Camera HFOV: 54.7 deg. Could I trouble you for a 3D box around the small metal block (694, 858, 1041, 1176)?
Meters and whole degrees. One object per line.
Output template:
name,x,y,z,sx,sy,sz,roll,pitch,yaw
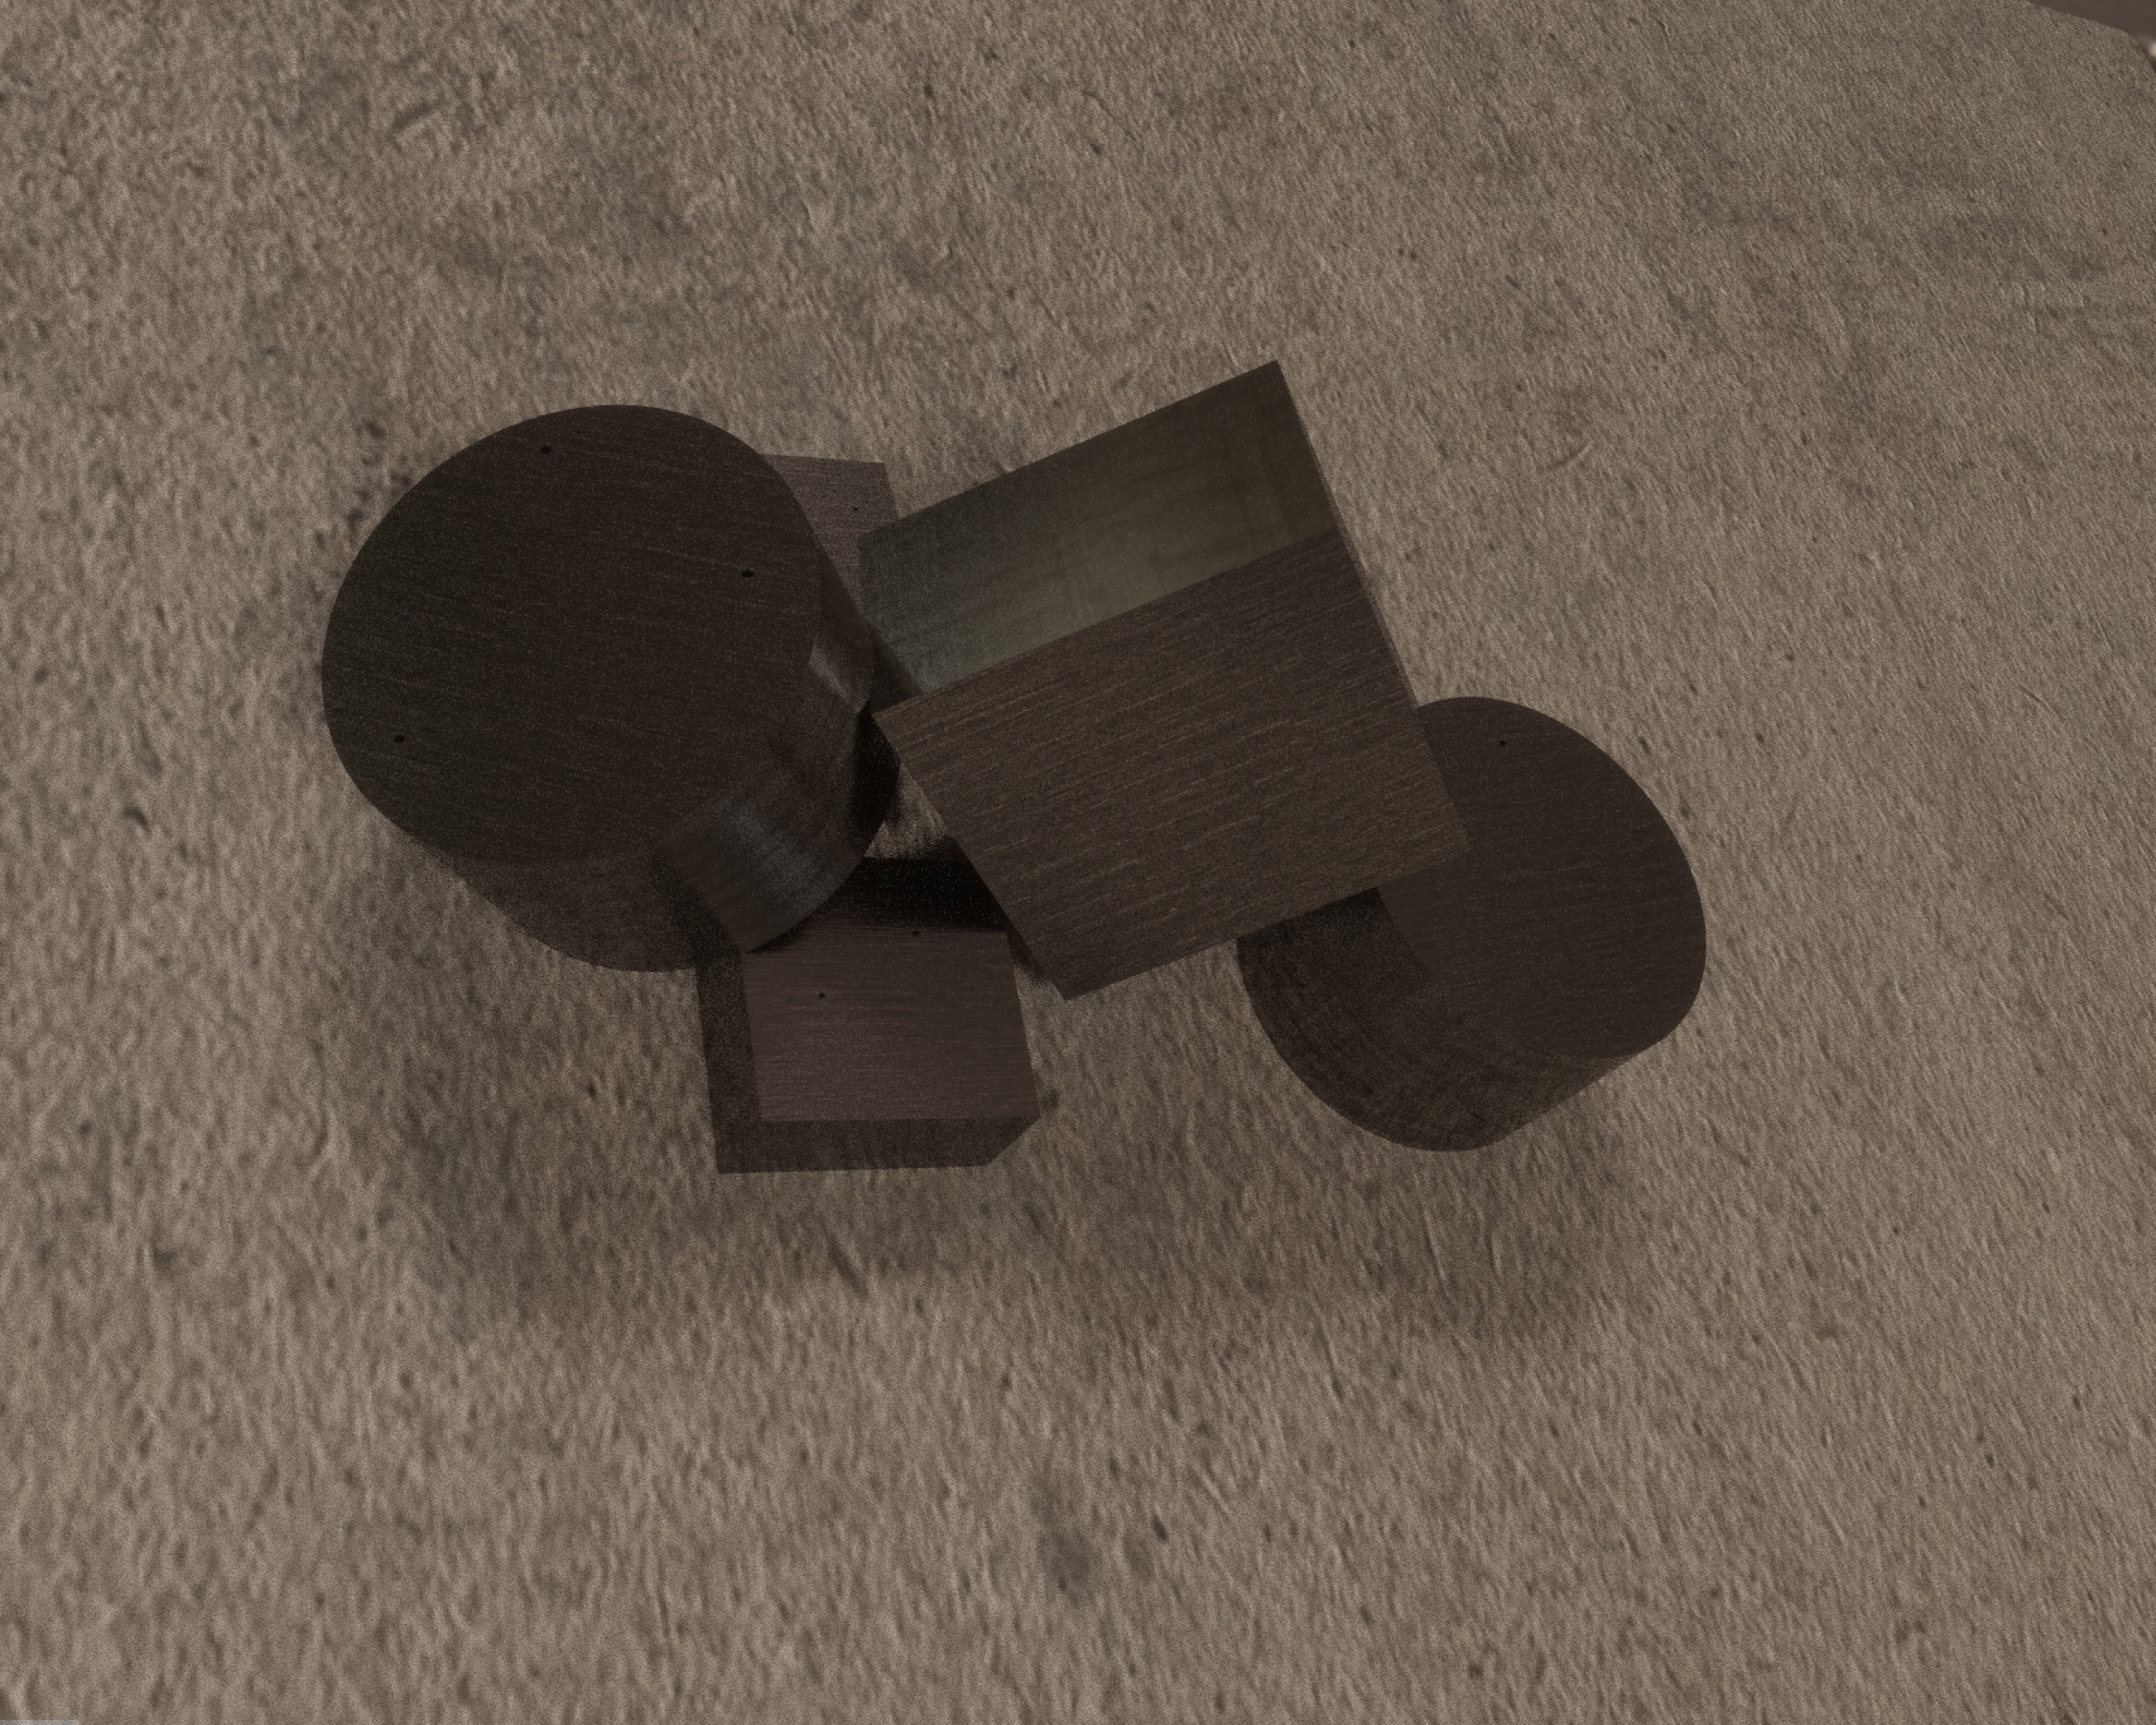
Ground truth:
small metal block,-0.039,0.027,0.369,0.050,0.025,0.050,3,61,-27

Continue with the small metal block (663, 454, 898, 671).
small metal block,-0.060,-0.052,0.405,0.050,0.025,0.050,-1,62,-29

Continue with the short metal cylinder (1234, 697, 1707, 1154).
short metal cylinder,0.079,0.013,0.426,0.081,0.050,0.080,14,56,-21

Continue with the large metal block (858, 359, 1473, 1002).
large metal block,0.016,-0.030,0.375,0.050,0.080,0.080,-100,164,-45

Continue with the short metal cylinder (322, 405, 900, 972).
short metal cylinder,-0.074,-0.028,0.344,0.080,0.050,0.080,-3,68,9
